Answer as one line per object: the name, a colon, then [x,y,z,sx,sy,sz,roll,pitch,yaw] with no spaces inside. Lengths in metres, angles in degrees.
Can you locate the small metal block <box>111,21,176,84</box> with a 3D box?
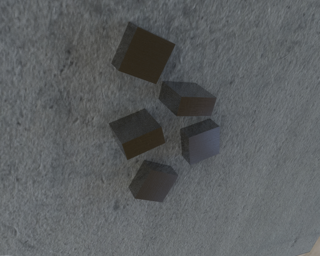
small metal block: [-0.019,-0.083,0.346,0.050,0.025,0.050,15,111,-35]

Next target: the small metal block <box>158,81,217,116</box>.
small metal block: [0.033,-0.037,0.388,0.050,0.050,0.025,-2,119,-28]

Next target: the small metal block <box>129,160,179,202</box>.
small metal block: [-0.009,0.078,0.452,0.050,0.025,0.050,18,109,-36]

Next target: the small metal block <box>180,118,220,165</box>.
small metal block: [0.059,0.020,0.454,0.050,0.025,0.050,-19,126,-18]

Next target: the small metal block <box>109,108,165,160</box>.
small metal block: [-0.029,0.006,0.380,0.050,0.050,0.025,-24,127,-14]
